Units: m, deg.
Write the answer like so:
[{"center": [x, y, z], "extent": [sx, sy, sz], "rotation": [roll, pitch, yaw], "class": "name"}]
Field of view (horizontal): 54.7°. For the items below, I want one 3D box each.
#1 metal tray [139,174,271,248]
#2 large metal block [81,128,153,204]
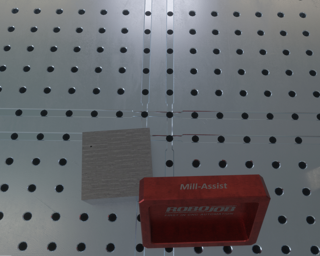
[{"center": [0.045, 0.094, 0.342], "extent": [0.131, 0.089, 0.030], "rotation": [-1, 39, -1], "class": "metal tray"}, {"center": [-0.050, 0.048, 0.381], "extent": [0.081, 0.050, 0.080], "rotation": [-4, 70, -2], "class": "large metal block"}]
